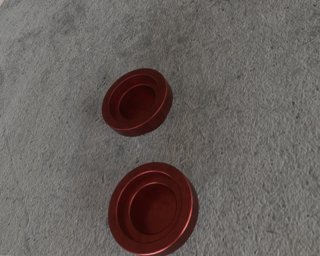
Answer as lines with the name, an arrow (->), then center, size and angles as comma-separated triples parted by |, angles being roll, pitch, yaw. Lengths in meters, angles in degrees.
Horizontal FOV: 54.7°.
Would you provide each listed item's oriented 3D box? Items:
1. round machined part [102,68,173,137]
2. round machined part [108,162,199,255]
round machined part -> -0.027, -0.031, 0.426 | 0.098, 0.042, 0.098 | -13, 56, 21
round machined part -> -0.004, 0.090, 0.340 | 0.098, 0.042, 0.098 | -13, 56, 21
